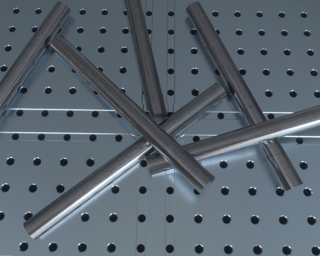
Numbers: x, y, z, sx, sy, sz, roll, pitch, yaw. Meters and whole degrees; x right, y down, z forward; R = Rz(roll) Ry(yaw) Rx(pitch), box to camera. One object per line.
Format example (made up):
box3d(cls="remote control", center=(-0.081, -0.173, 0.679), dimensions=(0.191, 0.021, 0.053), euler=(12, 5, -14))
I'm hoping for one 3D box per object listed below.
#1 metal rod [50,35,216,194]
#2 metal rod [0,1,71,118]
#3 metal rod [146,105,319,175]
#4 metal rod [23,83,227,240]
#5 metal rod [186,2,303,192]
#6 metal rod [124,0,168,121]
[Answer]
box3d(cls="metal rod", center=(-0.048, -0.030, 0.402), dimensions=(0.025, 0.025, 0.300), euler=(-42, 68, -14))
box3d(cls="metal rod", center=(-0.210, -0.057, 0.431), dimensions=(0.025, 0.025, 0.300), euler=(23, 71, 8))
box3d(cls="metal rod", center=(0.130, 0.005, 0.384), dimensions=(0.301, 0.025, 0.025), euler=(-17, 71, 4))
box3d(cls="metal rod", center=(-0.035, 0.035, 0.398), dimensions=(0.301, 0.025, 0.025), euler=(-36, 74, -12))
box3d(cls="metal rod", center=(0.109, -0.056, 0.432), dimensions=(0.025, 0.025, 0.299), euler=(-21, 71, -8))
box3d(cls="metal rod", center=(-0.033, -0.152, 0.467), dimensions=(0.025, 0.025, 0.299), euler=(-11, 70, -4))
